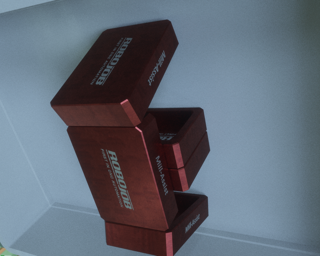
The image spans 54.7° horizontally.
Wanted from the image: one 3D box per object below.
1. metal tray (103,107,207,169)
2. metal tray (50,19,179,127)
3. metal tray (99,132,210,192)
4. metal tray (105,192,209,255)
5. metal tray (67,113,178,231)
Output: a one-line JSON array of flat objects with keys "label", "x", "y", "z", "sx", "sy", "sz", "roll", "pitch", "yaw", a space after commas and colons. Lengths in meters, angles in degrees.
[{"label": "metal tray", "x": -0.019, "y": 0.008, "z": 0.380, "sx": 0.130, "sy": 0.090, "sz": 0.030, "roll": 1, "pitch": 119, "yaw": 27}, {"label": "metal tray", "x": -0.043, "y": -0.060, "z": 0.324, "sx": 0.090, "sy": 0.130, "sz": 0.030, "roll": 1, "pitch": 139, "yaw": 27}, {"label": "metal tray", "x": -0.012, "y": 0.035, "z": 0.394, "sx": 0.130, "sy": 0.090, "sz": 0.030, "roll": 1, "pitch": 119, "yaw": 27}, {"label": "metal tray", "x": 0.001, "y": 0.119, "z": 0.410, "sx": 0.090, "sy": 0.131, "sz": 0.030, "roll": 0, "pitch": 97, "yaw": 27}, {"label": "metal tray", "x": -0.038, "y": 0.048, "z": 0.336, "sx": 0.090, "sy": 0.030, "sz": 0.129, "roll": 0, "pitch": 119, "yaw": 27}]
